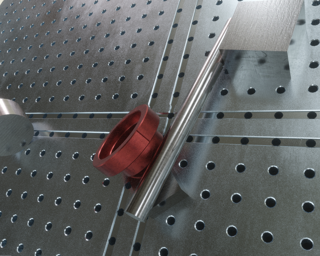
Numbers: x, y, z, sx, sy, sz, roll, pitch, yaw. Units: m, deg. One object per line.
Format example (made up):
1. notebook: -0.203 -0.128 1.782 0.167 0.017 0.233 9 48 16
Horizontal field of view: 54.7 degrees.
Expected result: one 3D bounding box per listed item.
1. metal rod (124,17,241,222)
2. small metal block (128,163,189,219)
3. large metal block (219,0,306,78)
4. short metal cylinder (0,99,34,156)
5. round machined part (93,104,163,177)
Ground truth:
1. metal rod: 0.040 -0.028 0.382 0.025 0.025 0.300 13 62 33
2. small metal block: -0.002 0.070 0.366 0.050 0.025 0.050 -35 52 5
3. large metal block: 0.132 -0.113 0.392 0.080 0.050 0.080 11 67 32
4. short metal cylinder: -0.255 -0.001 0.504 0.080 0.080 0.050 -45 51 -3
5. round machined part: -0.034 0.021 0.383 0.098 0.042 0.098 -41 20 19
